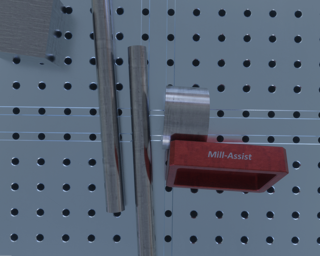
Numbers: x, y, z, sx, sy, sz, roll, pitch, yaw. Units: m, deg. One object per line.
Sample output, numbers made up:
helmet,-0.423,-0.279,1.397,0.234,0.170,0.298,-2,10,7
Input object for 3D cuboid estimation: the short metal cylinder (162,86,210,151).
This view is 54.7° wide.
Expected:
short metal cylinder,0.030,-0.012,0.386,0.050,0.080,0.080,4,90,0

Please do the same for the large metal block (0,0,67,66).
large metal block,-0.174,-0.130,0.399,0.080,0.050,0.080,8,90,0

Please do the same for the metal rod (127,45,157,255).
metal rod,-0.023,0.042,0.413,0.025,0.025,0.298,-3,90,0

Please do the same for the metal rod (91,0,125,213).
metal rod,-0.070,-0.039,0.412,0.025,0.025,0.298,-4,90,0

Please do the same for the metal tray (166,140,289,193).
metal tray,0.075,0.050,0.379,0.131,0.090,0.030,4,64,0
